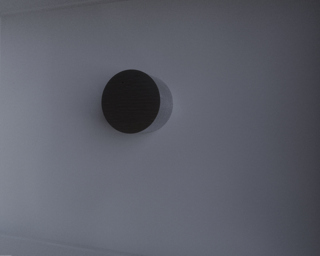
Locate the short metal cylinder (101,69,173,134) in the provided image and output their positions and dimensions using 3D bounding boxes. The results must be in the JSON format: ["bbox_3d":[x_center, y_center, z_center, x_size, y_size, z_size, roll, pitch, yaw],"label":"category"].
[{"bbox_3d":[-0.029,-0.033,0.408,0.080,0.050,0.080,0,90,20],"label":"short metal cylinder"}]
